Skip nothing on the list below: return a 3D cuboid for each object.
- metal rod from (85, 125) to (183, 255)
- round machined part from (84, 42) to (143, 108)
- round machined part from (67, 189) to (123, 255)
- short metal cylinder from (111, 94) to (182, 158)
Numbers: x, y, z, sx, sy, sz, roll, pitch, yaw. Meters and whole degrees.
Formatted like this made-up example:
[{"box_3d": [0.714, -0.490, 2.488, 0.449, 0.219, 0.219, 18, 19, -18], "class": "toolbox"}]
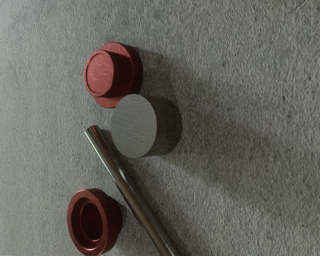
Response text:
[{"box_3d": [-0.027, 0.110, 0.427, 0.300, 0.025, 0.025, 52, 120, 27], "class": "metal rod"}, {"box_3d": [-0.075, -0.078, 0.456, 0.098, 0.042, 0.097, 0, 90, 40], "class": "round machined part"}, {"box_3d": [-0.096, 0.141, 0.473, 0.098, 0.042, 0.097, 0, 90, 40], "class": "round machined part"}, {"box_3d": [-0.018, -0.002, 0.404, 0.080, 0.050, 0.079, 0, 90, 40], "class": "short metal cylinder"}]
